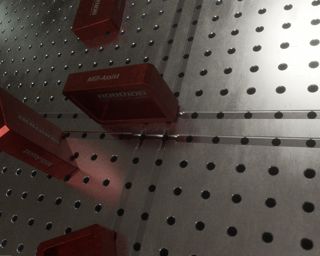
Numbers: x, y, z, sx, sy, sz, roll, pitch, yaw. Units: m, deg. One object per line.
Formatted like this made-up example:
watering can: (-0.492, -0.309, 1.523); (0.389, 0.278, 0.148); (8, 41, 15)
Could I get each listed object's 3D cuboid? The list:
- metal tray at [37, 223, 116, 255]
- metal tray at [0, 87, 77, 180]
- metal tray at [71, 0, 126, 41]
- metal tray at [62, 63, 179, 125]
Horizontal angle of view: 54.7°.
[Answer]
metal tray: (-0.092, 0.183, 0.339); (0.090, 0.030, 0.130); (-22, 54, 14)
metal tray: (-0.177, 0.010, 0.425); (0.030, 0.130, 0.090); (-38, 51, 3)
metal tray: (-0.116, -0.237, 0.609); (0.090, 0.030, 0.130); (-8, 58, 23)
metal tray: (-0.052, -0.041, 0.416); (0.130, 0.090, 0.030); (-2, 61, 27)
